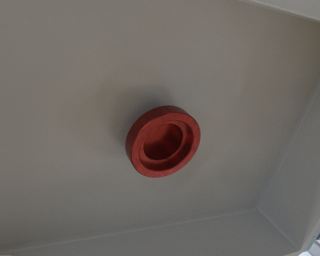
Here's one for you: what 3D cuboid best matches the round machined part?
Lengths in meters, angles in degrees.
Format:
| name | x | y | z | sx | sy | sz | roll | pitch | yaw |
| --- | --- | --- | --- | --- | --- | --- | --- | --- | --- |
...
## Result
| name | x | y | z | sx | sy | sz | roll | pitch | yaw |
| --- | --- | --- | --- | --- | --- | --- | --- | --- | --- |
| round machined part | 0.001 | 0.014 | 0.408 | 0.099 | 0.042 | 0.097 | -14 | 125 | -21 |
